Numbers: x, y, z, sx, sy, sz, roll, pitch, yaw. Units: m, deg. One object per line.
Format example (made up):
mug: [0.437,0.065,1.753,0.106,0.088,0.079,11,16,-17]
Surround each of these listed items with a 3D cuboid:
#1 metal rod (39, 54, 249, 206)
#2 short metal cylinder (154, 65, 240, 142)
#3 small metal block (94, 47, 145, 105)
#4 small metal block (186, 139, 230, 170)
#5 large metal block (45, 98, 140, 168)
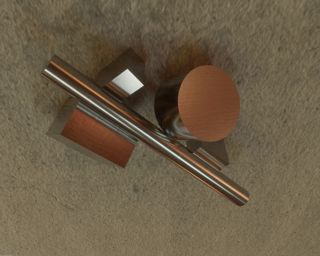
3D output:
metal rod: [0.003,0.018,0.359,0.301,0.025,0.025,36,121,-27]
short metal cylinder: [0.041,-0.025,0.344,0.080,0.080,0.050,32,164,-24]
small metal block: [-0.044,-0.056,0.345,0.050,0.050,0.025,-31,124,23]
small metal block: [0.062,0.025,0.411,0.050,0.050,0.025,33,122,-25]
large metal block: [-0.081,0.005,0.372,0.080,0.050,0.080,33,163,-26]
